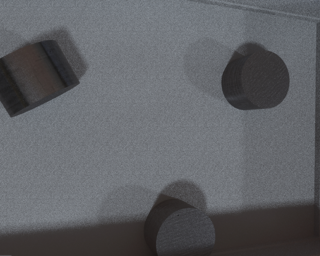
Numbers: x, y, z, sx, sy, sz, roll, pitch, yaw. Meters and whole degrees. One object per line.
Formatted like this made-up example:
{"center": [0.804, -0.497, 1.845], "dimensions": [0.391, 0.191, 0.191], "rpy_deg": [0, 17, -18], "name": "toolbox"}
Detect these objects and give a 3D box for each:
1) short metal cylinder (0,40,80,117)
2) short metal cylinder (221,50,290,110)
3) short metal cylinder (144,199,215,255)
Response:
{"center": [-0.135, -0.052, 0.331], "dimensions": [0.080, 0.080, 0.050], "rpy_deg": [-31, 101, -17], "name": "short metal cylinder"}
{"center": [0.137, -0.067, 0.447], "dimensions": [0.081, 0.050, 0.080], "rpy_deg": [0, 90, -20], "name": "short metal cylinder"}
{"center": [0.025, 0.139, 0.406], "dimensions": [0.081, 0.050, 0.080], "rpy_deg": [0, 90, -20], "name": "short metal cylinder"}
